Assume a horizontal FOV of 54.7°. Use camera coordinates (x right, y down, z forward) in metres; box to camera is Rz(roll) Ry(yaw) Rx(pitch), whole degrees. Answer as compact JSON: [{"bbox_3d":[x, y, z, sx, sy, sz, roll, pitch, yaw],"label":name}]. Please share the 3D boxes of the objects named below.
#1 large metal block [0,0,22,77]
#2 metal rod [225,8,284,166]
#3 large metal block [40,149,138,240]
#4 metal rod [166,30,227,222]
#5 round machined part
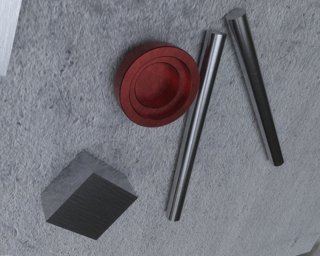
[{"bbox_3d":[-0.160,-0.095,0.245,0.081,0.050,0.079,9,114,-33],"label":"large metal block"},{"bbox_3d":[0.152,-0.039,0.468,0.025,0.025,0.299,-36,130,-5],"label":"metal rod"},{"bbox_3d":[-0.090,0.087,0.396,0.080,0.050,0.080,-46,130,4],"label":"large metal block"},{"bbox_3d":[0.045,0.015,0.442,0.025,0.025,0.298,-5,121,-27],"label":"metal rod"},{"bbox_3d":[-0.007,-0.053,0.361,0.099,0.042,0.097,-14,125,-21],"label":"round machined part"}]
